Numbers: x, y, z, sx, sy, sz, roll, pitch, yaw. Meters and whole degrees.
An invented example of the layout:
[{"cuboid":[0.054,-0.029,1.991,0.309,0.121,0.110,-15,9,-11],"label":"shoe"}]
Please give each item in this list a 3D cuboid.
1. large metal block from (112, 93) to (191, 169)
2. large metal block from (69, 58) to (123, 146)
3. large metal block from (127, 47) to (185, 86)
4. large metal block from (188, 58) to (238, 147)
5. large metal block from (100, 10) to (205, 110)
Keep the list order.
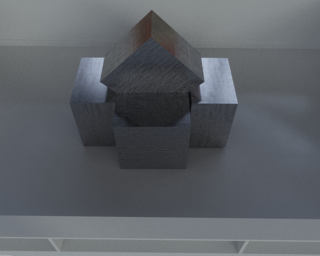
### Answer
[{"cuboid":[-0.008,0.005,0.363,0.081,0.080,0.050,0,50,0],"label":"large metal block"},{"cuboid":[-0.074,-0.033,0.395,0.050,0.080,0.080,0,50,0],"label":"large metal block"},{"cuboid":[-0.008,-0.072,0.428,0.081,0.080,0.050,0,50,0],"label":"large metal block"},{"cuboid":[0.059,-0.032,0.392,0.050,0.080,0.080,0,50,0],"label":"large metal block"},{"cuboid":[-0.008,-0.069,0.352,0.080,0.080,0.050,33,40,-33],"label":"large metal block"}]
